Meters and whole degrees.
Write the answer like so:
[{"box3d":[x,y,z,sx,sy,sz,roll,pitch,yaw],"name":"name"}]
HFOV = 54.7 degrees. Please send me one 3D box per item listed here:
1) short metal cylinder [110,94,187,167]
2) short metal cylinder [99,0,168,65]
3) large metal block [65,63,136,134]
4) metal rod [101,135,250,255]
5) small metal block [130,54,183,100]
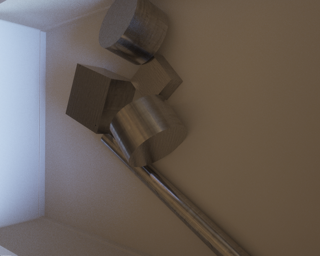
[{"box3d":[-0.014,0.004,0.381,0.080,0.081,0.050,-47,62,29],"name":"short metal cylinder"},{"box3d":[-0.035,-0.129,0.401,0.080,0.050,0.080,-25,54,41],"name":"short metal cylinder"},{"box3d":[-0.089,-0.044,0.461,0.080,0.050,0.079,28,107,36],"name":"large metal block"},{"box3d":[0.020,0.092,0.388,0.300,0.025,0.025,38,113,33],"name":"metal rod"},{"box3d":[-0.005,-0.062,0.409,0.050,0.025,0.050,-48,62,29],"name":"small metal block"}]
